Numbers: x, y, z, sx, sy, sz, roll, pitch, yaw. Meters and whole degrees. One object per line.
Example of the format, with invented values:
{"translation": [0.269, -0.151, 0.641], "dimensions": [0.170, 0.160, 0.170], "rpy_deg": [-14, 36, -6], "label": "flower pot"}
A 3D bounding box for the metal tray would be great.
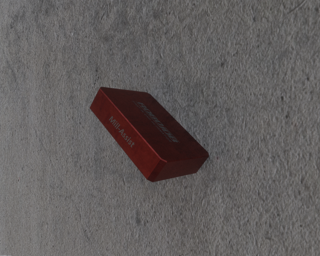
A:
{"translation": [-0.013, 0.003, 0.373], "dimensions": [0.130, 0.091, 0.030], "rpy_deg": [47, 118, 29], "label": "metal tray"}
